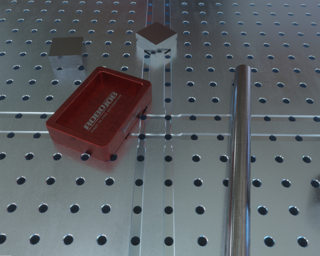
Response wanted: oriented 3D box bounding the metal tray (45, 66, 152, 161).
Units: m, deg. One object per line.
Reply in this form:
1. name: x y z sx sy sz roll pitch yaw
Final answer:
1. metal tray: -0.078 -0.025 0.424 0.090 0.030 0.130 20 52 15

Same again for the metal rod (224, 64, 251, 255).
1. metal rod: 0.101 0.023 0.389 0.025 0.025 0.300 9 50 7

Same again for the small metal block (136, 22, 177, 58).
1. small metal block: -0.006 -0.154 0.537 0.050 0.025 0.050 -37 59 -27

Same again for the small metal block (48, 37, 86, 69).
1. small metal block: -0.152 -0.125 0.510 0.050 0.025 0.050 -3 50 -4
